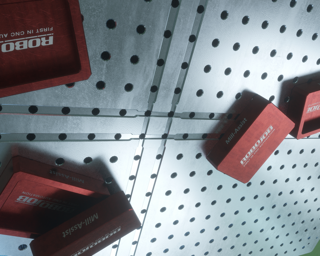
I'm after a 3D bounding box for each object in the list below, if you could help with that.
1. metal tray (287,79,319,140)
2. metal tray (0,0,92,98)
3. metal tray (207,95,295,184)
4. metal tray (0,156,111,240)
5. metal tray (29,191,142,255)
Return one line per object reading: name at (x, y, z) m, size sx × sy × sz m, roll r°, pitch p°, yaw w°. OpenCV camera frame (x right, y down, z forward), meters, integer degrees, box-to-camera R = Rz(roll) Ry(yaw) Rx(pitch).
metal tray at (0.282, -0.039, 0.536) m, size 0.131 × 0.030 × 0.089 m, roll -16°, pitch 125°, yaw -20°
metal tray at (-0.137, -0.078, 0.284) m, size 0.131 × 0.030 × 0.089 m, roll -16°, pitch 125°, yaw -19°
metal tray at (0.148, 0.022, 0.501) m, size 0.090 × 0.030 × 0.130 m, roll 29°, pitch 102°, yaw -38°
metal tray at (-0.139, 0.096, 0.390) m, size 0.131 × 0.030 × 0.090 m, roll 27°, pitch 104°, yaw -37°
metal tray at (-0.094, 0.143, 0.422) m, size 0.131 × 0.030 × 0.090 m, roll -28°, pitch 151°, yaw -12°
